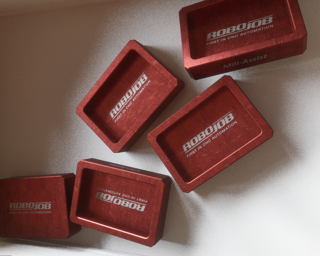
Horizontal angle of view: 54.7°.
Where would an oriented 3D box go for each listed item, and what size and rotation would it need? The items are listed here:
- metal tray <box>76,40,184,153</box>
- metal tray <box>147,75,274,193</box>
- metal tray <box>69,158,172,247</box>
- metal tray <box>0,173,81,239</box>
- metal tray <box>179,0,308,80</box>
[{"bbox_3d":[-0.043,-0.041,0.421,0.090,0.030,0.130,45,103,14],"label":"metal tray"},{"bbox_3d":[0.060,0.009,0.386,0.130,0.030,0.090,-38,78,15],"label":"metal tray"},{"bbox_3d":[-0.056,0.098,0.426,0.130,0.030,0.089,10,93,19],"label":"metal tray"},{"bbox_3d":[-0.188,0.119,0.472,0.130,0.030,0.089,-6,88,19],"label":"metal tray"},{"bbox_3d":[0.091,-0.115,0.359,0.130,0.030,0.090,-11,66,19],"label":"metal tray"}]
